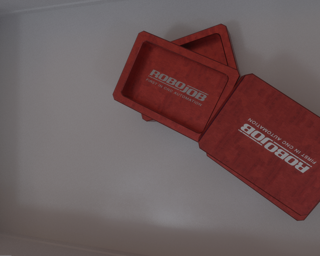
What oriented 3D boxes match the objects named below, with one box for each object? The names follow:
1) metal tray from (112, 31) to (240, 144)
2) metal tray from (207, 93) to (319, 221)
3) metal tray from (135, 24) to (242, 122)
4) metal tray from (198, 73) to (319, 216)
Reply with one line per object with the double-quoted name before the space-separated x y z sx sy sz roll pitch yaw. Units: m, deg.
"metal tray" 0.018 -0.049 0.368 0.130 0.030 0.090 27 100 17
"metal tray" 0.131 0.030 0.357 0.130 0.030 0.090 36 101 12
"metal tray" 0.033 -0.066 0.396 0.130 0.030 0.090 -15 85 19
"metal tray" 0.117 0.016 0.317 0.130 0.030 0.090 34 100 3
